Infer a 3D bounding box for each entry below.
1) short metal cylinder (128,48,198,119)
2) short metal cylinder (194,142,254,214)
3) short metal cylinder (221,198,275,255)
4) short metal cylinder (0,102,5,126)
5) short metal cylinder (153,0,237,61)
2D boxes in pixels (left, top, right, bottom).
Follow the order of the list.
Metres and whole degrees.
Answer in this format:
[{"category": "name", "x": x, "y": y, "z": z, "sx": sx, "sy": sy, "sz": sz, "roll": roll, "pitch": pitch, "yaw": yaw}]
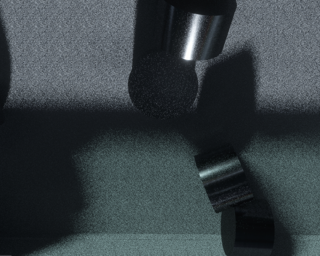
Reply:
[{"category": "short metal cylinder", "x": 0.004, "y": -0.056, "z": 0.377, "sx": 0.081, "sy": 0.050, "sz": 0.079, "roll": 0, "pitch": 110, "yaw": 0}, {"category": "short metal cylinder", "x": 0.083, "y": 0.065, "z": 0.406, "sx": 0.050, "sy": 0.080, "sz": 0.080, "roll": -22, "pitch": 109, "yaw": 8}, {"category": "short metal cylinder", "x": 0.120, "y": 0.139, "z": 0.434, "sx": 0.050, "sy": 0.080, "sz": 0.079, "roll": 5, "pitch": 110, "yaw": -2}, {"category": "short metal cylinder", "x": -0.236, "y": -0.023, "z": 0.371, "sx": 0.080, "sy": 0.080, "sz": 0.050, "roll": -6, "pitch": 110, "yaw": 2}, {"category": "short metal cylinder", "x": 0.035, "y": -0.116, "z": 0.332, "sx": 0.081, "sy": 0.080, "sz": 0.050, "roll": 8, "pitch": 136, "yaw": -3}]
